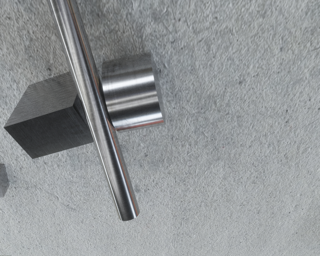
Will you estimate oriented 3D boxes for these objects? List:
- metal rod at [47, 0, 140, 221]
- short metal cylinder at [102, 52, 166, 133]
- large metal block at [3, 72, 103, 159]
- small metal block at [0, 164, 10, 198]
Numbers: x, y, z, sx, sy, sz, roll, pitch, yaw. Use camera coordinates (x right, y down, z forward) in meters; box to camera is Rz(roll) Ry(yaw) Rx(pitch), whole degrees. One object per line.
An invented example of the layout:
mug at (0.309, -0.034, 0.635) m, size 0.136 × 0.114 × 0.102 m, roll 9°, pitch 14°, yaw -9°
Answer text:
metal rod at (-0.070, -0.039, 0.305) m, size 0.025 × 0.025 × 0.298 m, roll -11°, pitch 109°, yaw 9°
short metal cylinder at (-0.026, -0.038, 0.337) m, size 0.050 × 0.080 × 0.080 m, roll -11°, pitch 130°, yaw 5°
large metal block at (-0.114, -0.019, 0.354) m, size 0.080 × 0.080 × 0.050 m, roll -15°, pitch 129°, yaw 12°
small metal block at (-0.264, 0.078, 0.471) m, size 0.050 × 0.025 × 0.050 m, roll 7°, pitch 130°, yaw -6°
